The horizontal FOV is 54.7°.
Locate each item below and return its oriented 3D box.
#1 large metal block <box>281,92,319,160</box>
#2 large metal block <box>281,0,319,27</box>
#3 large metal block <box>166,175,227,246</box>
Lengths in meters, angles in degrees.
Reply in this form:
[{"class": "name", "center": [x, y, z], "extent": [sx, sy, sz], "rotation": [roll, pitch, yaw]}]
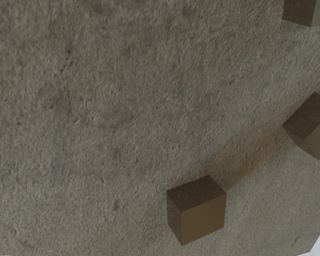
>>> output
[{"class": "large metal block", "center": [0.274, -0.002, 0.543], "extent": [0.080, 0.050, 0.080], "rotation": [-48, 129, 5]}, {"class": "large metal block", "center": [0.212, -0.181, 0.397], "extent": [0.081, 0.050, 0.079], "rotation": [-16, 125, -20]}, {"class": "large metal block", "center": [0.059, 0.134, 0.508], "extent": [0.081, 0.050, 0.079], "rotation": [-17, 125, -19]}]
